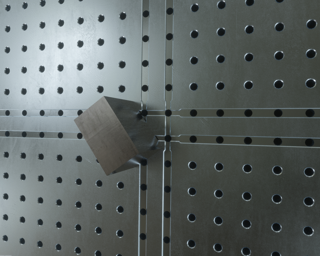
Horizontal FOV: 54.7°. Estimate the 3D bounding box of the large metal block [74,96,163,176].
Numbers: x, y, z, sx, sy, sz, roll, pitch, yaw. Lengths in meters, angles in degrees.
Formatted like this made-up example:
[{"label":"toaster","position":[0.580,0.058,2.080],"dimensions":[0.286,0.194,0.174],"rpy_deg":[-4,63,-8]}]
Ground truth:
[{"label":"large metal block","position":[-0.051,0.009,0.400],"dimensions":[0.050,0.080,0.080],"rpy_deg":[-36,79,16]}]
